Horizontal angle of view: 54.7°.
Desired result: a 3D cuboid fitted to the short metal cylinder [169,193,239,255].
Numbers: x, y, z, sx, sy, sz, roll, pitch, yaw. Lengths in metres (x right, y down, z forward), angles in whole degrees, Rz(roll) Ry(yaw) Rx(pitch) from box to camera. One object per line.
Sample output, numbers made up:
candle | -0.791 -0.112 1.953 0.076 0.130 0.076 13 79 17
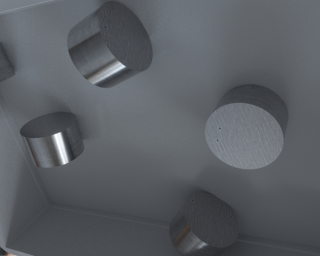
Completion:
short metal cylinder | 0.060 0.137 0.426 0.080 0.080 0.050 33 128 6

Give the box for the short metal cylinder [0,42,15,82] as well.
short metal cylinder | -0.263 -0.090 0.454 0.080 0.080 0.050 -2 117 29

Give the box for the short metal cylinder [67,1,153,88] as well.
short metal cylinder | -0.054 -0.091 0.344 0.050 0.080 0.080 -20 108 35

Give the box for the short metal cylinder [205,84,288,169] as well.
short metal cylinder | 0.096 -0.002 0.340 0.080 0.050 0.079 13 124 20

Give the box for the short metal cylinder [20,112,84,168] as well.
short metal cylinder | -0.160 0.016 0.465 0.080 0.080 0.050 6 121 24
